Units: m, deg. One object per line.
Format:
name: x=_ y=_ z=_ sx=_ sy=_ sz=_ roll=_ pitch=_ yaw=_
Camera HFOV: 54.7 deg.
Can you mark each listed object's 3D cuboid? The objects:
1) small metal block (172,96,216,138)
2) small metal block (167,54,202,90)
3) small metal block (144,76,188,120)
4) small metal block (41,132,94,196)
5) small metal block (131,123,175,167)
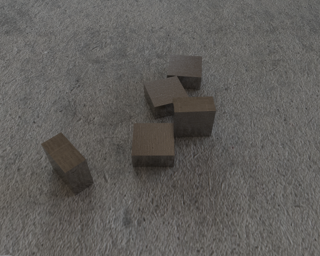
small metal block: x=0.042 y=-0.013 z=0.398 sx=0.050 sy=0.050 sz=0.025 roll=-2 pitch=50 yaw=-2
small metal block: x=0.038 y=-0.086 z=0.476 sx=0.050 sy=0.025 sz=0.050 roll=5 pitch=50 yaw=3
small metal block: x=0.009 y=-0.044 z=0.440 sx=0.050 sy=0.025 sz=0.050 roll=-15 pitch=52 yaw=-12
small metal block: x=-0.104 y=0.041 z=0.351 sx=0.025 sy=0.050 sz=0.050 roll=-35 pitch=58 yaw=-25
small metal block: x=-0.008 y=0.021 z=0.385 sx=0.050 sy=0.025 sz=0.050 roll=0 pitch=50 yaw=0
